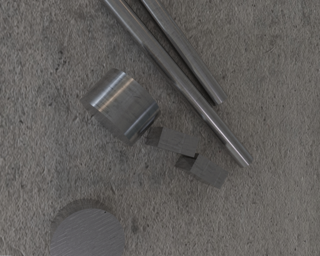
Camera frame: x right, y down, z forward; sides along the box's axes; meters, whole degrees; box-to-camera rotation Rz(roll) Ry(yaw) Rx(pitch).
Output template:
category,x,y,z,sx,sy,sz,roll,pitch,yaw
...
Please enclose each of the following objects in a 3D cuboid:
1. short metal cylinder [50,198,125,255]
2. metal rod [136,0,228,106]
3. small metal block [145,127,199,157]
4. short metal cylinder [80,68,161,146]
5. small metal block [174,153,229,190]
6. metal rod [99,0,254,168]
category,x,y,z,sx,sy,sz,roll,pitch,yaw
short metal cylinder,-0.087,0.128,0.364,0.081,0.050,0.079,0,90,-20
metal rod,-0.005,-0.153,0.406,0.025,0.025,0.300,-42,103,-15
small metal block,0.015,0.017,0.401,0.050,0.050,0.025,18,84,-19
short metal cylinder,-0.046,-0.023,0.363,0.080,0.080,0.050,45,76,-15
small metal block,0.055,0.055,0.416,0.050,0.050,0.025,33,80,-17
metal rod,0.030,-0.059,0.419,0.025,0.025,0.300,-45,104,-14
